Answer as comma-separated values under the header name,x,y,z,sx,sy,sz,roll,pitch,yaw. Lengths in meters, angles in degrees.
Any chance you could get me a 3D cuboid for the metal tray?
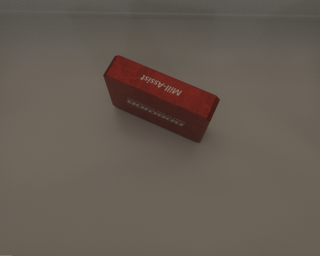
name,x,y,z,sx,sy,sz,roll,pitch,yaw
metal tray,0.001,-0.032,0.383,0.130,0.090,0.030,24,72,7
